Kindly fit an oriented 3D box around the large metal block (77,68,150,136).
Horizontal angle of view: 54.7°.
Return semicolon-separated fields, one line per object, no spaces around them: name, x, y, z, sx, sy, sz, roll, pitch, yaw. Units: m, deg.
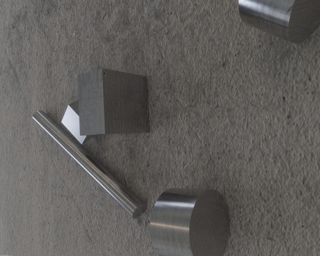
large metal block;-0.061;-0.031;0.420;0.050;0.081;0.080;-5;87;40

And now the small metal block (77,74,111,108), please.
small metal block;-0.106;-0.057;0.492;0.050;0.025;0.050;4;92;40

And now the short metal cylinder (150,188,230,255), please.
short metal cylinder;0.035;0.107;0.341;0.050;0.081;0.080;-7;86;40

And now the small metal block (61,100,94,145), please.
small metal block;-0.124;-0.010;0.488;0.050;0.025;0.050;47;138;5

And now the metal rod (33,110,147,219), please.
metal rod;-0.131;0.046;0.512;0.300;0.025;0.025;34;111;34

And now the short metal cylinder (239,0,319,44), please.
short metal cylinder;0.116;-0.122;0.274;0.050;0.081;0.079;37;113;33
